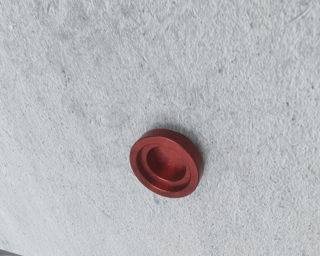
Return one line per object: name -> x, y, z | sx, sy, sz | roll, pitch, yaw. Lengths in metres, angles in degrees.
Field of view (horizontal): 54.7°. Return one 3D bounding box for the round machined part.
round machined part -> 0.012, 0.043, 0.416 | 0.098, 0.042, 0.097 | 13, 124, 20
